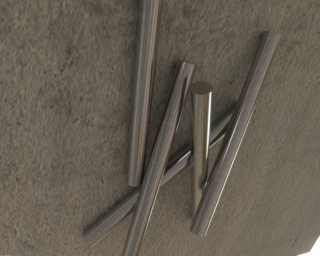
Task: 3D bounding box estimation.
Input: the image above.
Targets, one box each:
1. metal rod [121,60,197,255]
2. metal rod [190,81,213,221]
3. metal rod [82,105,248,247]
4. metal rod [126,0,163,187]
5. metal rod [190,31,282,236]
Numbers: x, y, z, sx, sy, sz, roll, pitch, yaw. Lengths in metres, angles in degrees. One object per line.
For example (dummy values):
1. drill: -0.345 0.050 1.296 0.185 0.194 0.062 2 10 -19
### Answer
1. metal rod: -0.007 0.058 0.416 0.025 0.025 0.298 7 108 -32
2. metal rod: 0.057 0.062 0.447 0.025 0.025 0.298 -22 137 -16
3. metal rod: 0.010 0.066 0.455 0.300 0.025 0.025 -40 130 -2
4. metal rod: -0.019 -0.056 0.363 0.025 0.025 0.298 -7 122 -25
5. metal rod: 0.103 0.014 0.437 0.025 0.025 0.298 13 100 -34
